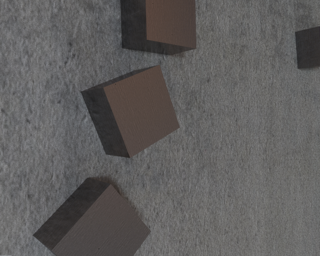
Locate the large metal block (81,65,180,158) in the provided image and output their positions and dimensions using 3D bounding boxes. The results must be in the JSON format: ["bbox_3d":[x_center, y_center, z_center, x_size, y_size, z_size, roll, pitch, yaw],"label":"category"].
[{"bbox_3d":[-0.032,-0.021,0.363,0.081,0.050,0.080,-30,109,-36],"label":"large metal block"}]

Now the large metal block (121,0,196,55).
[{"bbox_3d":[-0.001,-0.140,0.389,0.081,0.050,0.079,-3,92,-40],"label":"large metal block"}]

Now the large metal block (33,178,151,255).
[{"bbox_3d":[-0.070,0.113,0.332,0.080,0.050,0.080,-49,119,-29],"label":"large metal block"}]

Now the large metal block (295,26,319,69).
[{"bbox_3d":[0.344,-0.175,0.681,0.081,0.050,0.079,-11,97,-40],"label":"large metal block"}]
